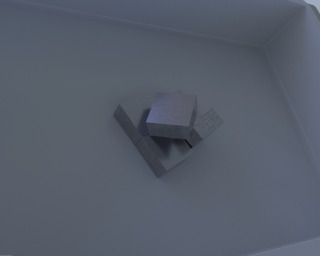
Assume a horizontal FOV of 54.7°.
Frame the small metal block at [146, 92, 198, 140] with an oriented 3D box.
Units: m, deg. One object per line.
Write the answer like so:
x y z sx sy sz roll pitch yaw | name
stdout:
0.016 -0.015 0.375 0.050 0.025 0.050 6 51 15 | small metal block

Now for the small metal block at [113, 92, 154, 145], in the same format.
-0.023 -0.013 0.401 0.050 0.025 0.050 -28 77 -38 | small metal block

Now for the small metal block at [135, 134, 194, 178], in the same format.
0.006 0.027 0.392 0.050 0.025 0.050 -28 77 -38 | small metal block

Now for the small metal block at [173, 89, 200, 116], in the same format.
0.022 -0.020 0.429 0.050 0.025 0.050 -28 77 -38 | small metal block

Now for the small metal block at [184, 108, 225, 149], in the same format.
0.050 0.005 0.413 0.050 0.050 0.025 -32 80 -39 | small metal block
